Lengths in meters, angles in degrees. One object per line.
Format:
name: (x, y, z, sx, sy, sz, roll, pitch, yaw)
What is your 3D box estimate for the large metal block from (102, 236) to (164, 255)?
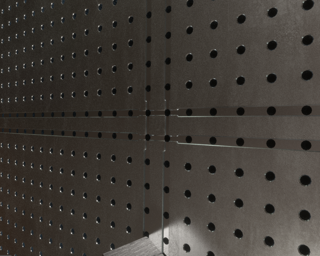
large metal block: (-0.029, 0.196, 0.395, 0.080, 0.081, 0.050, 41, 115, 32)
